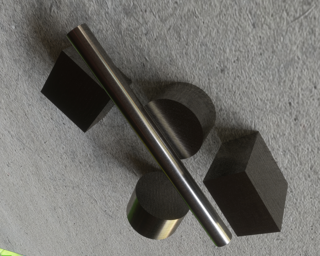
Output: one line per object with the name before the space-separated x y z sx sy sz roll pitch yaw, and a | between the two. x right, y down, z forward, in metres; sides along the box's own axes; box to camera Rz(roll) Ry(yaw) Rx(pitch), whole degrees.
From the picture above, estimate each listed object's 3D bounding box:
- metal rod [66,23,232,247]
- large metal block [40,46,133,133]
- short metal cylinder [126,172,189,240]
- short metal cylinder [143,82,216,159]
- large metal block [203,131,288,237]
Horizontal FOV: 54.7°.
metal rod | -0.005 0.018 0.355 0.025 0.025 0.299 -26 105 37
large metal block | -0.097 -0.054 0.409 0.080 0.050 0.080 44 129 -2
short metal cylinder | -0.002 0.109 0.440 0.080 0.080 0.050 30 128 9
short metal cylinder | 0.021 -0.009 0.374 0.080 0.050 0.079 13 124 21
large metal block | 0.102 0.063 0.357 0.050 0.080 0.080 -23 106 36
